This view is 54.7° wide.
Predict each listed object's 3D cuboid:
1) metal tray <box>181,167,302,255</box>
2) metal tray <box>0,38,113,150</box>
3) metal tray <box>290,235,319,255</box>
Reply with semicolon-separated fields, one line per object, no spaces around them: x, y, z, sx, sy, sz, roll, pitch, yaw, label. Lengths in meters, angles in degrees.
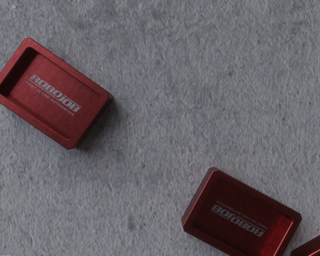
0.105;0.120;0.408;0.130;0.030;0.090;28;90;-1;metal tray
-0.141;-0.043;0.405;0.130;0.030;0.090;35;90;-1;metal tray
0.247;0.205;0.410;0.090;0.030;0.130;-30;90;-1;metal tray
